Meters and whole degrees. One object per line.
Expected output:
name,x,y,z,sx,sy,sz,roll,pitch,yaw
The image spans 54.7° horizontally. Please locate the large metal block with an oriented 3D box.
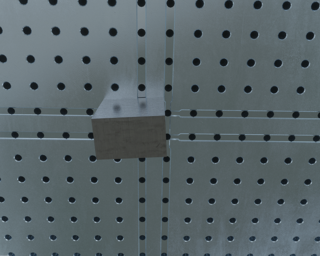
large metal block,-0.034,-0.002,0.383,0.081,0.080,0.050,-3,110,0
